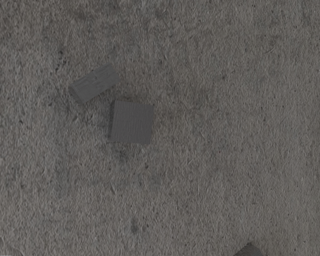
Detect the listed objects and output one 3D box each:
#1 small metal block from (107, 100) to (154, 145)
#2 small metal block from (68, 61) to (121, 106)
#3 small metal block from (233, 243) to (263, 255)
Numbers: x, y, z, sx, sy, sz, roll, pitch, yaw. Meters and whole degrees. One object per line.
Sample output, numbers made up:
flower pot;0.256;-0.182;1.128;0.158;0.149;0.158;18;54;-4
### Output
small metal block;-0.038;-0.007;0.395;0.050;0.025;0.050;7;88;-20
small metal block;-0.079;-0.051;0.366;0.050;0.050;0.025;-35;102;-17
small metal block;0.131;0.209;0.458;0.050;0.025;0.050;-31;100;-17
